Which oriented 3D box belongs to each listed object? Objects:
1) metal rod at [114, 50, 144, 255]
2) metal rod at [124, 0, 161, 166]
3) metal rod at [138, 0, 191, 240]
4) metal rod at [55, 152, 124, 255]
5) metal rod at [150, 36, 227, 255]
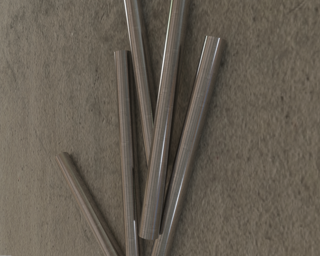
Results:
[{"bbox_3d":[-0.044,0.040,0.438,0.025,0.025,0.298,-6,86,39],"label":"metal rod"},{"bbox_3d":[-0.026,-0.094,0.424,0.025,0.025,0.298,-14,81,39],"label":"metal rod"},{"bbox_3d":[0.006,-0.015,0.381,0.025,0.025,0.298,8,90,39],"label":"metal rod"},{"bbox_3d":[-0.091,0.158,0.477,0.025,0.025,0.300,-52,60,27],"label":"metal rod"},{"bbox_3d":[0.030,0.041,0.378,0.025,0.025,0.298,22,103,37],"label":"metal rod"}]
